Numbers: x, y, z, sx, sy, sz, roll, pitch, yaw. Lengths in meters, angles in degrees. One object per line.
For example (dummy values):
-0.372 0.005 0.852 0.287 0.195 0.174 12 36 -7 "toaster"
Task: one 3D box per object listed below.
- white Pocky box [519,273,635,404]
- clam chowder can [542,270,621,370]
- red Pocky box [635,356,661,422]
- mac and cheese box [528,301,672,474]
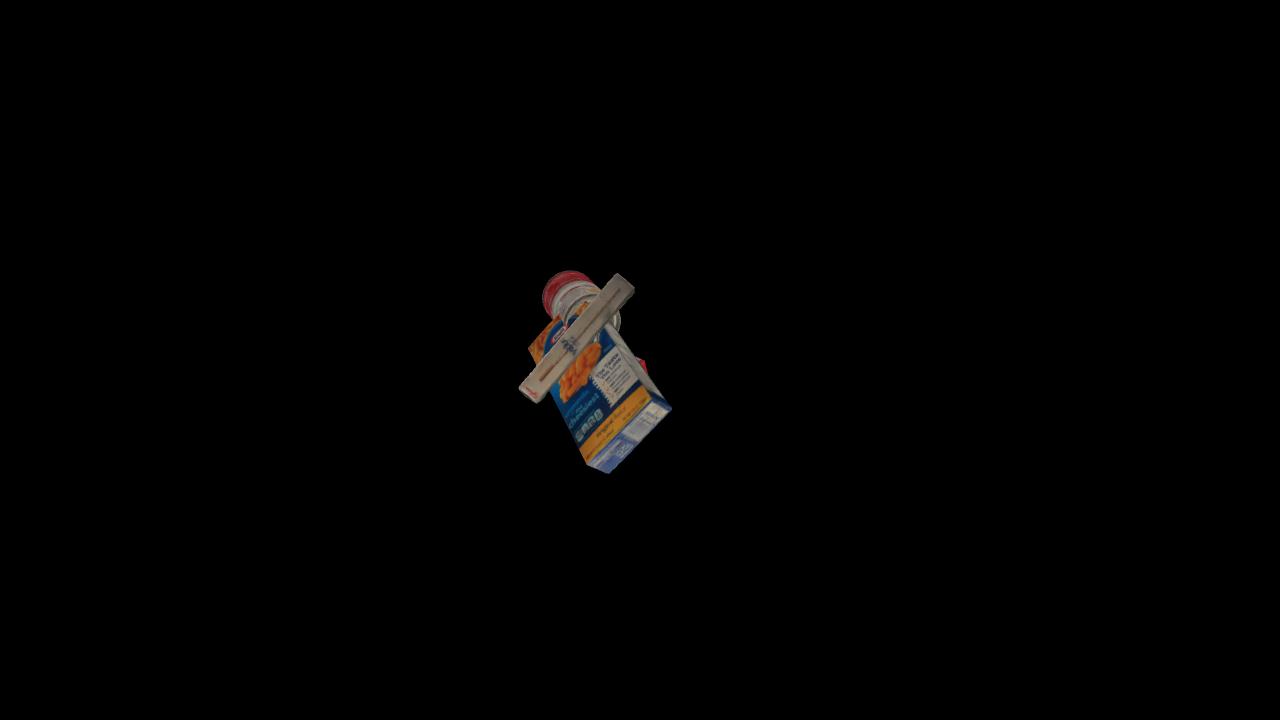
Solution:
-0.064 -0.024 0.649 0.028 0.154 0.084 41 2 -5 "white Pocky box"
-0.069 -0.059 0.714 0.068 0.068 0.102 0 22 -23 "clam chowder can"
-0.035 0.018 0.714 0.028 0.083 0.155 -28 31 -24 "red Pocky box"
-0.048 0.017 0.632 0.041 0.093 0.184 30 17 -45 "mac and cheese box"
